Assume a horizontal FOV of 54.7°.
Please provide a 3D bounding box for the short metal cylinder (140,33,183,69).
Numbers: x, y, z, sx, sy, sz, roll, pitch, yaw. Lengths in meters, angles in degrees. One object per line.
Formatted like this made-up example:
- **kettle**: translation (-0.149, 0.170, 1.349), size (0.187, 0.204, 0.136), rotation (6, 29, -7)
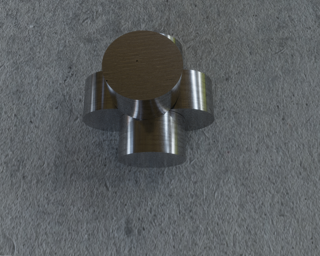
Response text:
- **short metal cylinder**: translation (-0.009, -0.080, 0.409), size (0.081, 0.080, 0.050), rotation (-2, 70, -1)

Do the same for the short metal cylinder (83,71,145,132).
- **short metal cylinder**: translation (-0.055, -0.031, 0.391), size (0.081, 0.080, 0.050), rotation (-1, 70, -1)

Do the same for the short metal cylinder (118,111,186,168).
- **short metal cylinder**: translation (-0.009, 0.015, 0.374), size (0.081, 0.080, 0.050), rotation (0, 70, -1)

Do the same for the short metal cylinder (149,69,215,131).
- **short metal cylinder**: translation (0.027, -0.032, 0.392), size (0.081, 0.080, 0.050), rotation (0, 70, -1)

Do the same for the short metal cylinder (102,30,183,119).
- **short metal cylinder**: translation (-0.017, -0.055, 0.331), size (0.081, 0.050, 0.080), rotation (0, 70, 0)
